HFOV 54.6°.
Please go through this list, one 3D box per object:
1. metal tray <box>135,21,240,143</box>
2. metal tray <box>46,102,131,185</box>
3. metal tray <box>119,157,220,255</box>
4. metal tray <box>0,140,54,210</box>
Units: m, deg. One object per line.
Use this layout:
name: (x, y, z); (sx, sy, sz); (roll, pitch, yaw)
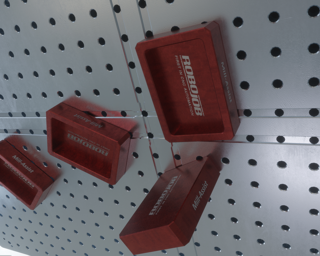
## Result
metal tray: (0.034, -0.047, 0.361); (0.090, 0.030, 0.129); (-4, 117, 30)
metal tray: (-0.114, 0.025, 0.484); (0.130, 0.030, 0.089); (23, 127, 14)
metal tray: (0.016, 0.095, 0.394); (0.090, 0.131, 0.030); (-27, 103, 37)
metal tray: (-0.282, 0.095, 0.616); (0.130, 0.030, 0.090); (40, 129, 1)
